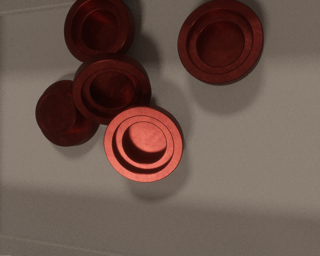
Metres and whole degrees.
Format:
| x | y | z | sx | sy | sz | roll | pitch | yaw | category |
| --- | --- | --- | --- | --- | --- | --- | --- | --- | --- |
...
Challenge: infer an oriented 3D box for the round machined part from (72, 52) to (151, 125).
| x | y | z | sx | sy | sz | roll | pitch | yaw | category |
| --- | --- | --- | --- | --- | --- | --- | --- | --- | --- |
| -0.062 | -0.054 | 0.404 | 0.098 | 0.098 | 0.042 | -34 | 37 | 16 | round machined part |

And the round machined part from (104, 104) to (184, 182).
| x | y | z | sx | sy | sz | roll | pitch | yaw | category |
| --- | --- | --- | --- | --- | --- | --- | --- | --- | --- |
| -0.018 | 0.017 | 0.397 | 0.099 | 0.042 | 0.097 | 2 | 105 | 7 | round machined part |

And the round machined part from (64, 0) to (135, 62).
| x | y | z | sx | sy | sz | roll | pitch | yaw | category |
| --- | --- | --- | --- | --- | --- | --- | --- | --- | --- |
| -0.079 | -0.133 | 0.428 | 0.098 | 0.042 | 0.097 | 0 | 90 | 19 | round machined part |

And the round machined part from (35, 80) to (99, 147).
| x | y | z | sx | sy | sz | roll | pitch | yaw | category |
| --- | --- | --- | --- | --- | --- | --- | --- | --- | --- |
| -0.139 | -0.021 | 0.449 | 0.098 | 0.042 | 0.097 | 0 | 90 | 19 | round machined part |

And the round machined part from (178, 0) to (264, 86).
| x | y | z | sx | sy | sz | roll | pitch | yaw | category |
| --- | --- | --- | --- | --- | --- | --- | --- | --- | --- |
| 0.074 | -0.100 | 0.375 | 0.098 | 0.042 | 0.097 | 0 | 90 | 19 | round machined part |
